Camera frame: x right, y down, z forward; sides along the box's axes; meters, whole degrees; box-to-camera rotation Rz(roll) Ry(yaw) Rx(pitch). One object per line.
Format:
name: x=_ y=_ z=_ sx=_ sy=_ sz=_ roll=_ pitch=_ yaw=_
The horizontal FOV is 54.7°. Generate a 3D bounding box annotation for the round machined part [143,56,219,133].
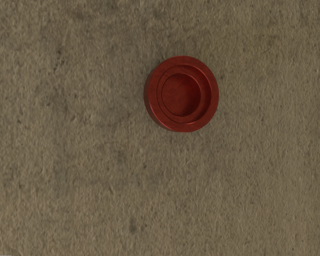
round machined part: x=0.025 y=-0.043 z=0.410 sx=0.099 sy=0.042 sz=0.097 roll=0 pitch=90 yaw=-21
